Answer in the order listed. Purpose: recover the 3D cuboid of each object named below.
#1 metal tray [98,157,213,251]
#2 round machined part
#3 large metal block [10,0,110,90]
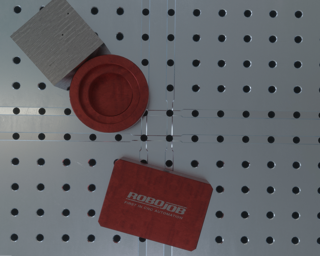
[{"bbox_3d":[-0.006,0.099,0.411,0.131,0.030,0.090,16,90,0],"label":"metal tray"},{"bbox_3d":[-0.063,-0.043,0.404,0.099,0.042,0.097,0,90,0],"label":"round machined part"},{"bbox_3d":[-0.125,-0.107,0.400,0.080,0.050,0.080,-41,90,0],"label":"large metal block"}]
